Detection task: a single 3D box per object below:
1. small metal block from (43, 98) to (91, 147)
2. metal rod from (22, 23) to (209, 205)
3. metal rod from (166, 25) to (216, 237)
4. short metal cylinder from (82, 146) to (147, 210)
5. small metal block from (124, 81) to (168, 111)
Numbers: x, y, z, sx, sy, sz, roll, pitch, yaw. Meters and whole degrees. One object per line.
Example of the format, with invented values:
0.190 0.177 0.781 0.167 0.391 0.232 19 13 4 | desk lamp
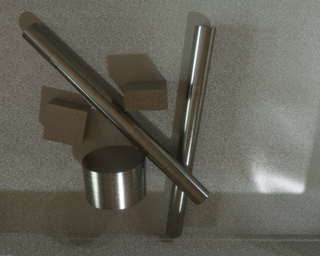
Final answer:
-0.122 -0.007 0.407 0.050 0.025 0.050 12 110 -5 | small metal block
-0.048 -0.011 0.390 0.025 0.025 0.300 -43 99 14 | metal rod
0.038 0.019 0.418 0.025 0.025 0.298 6 110 -3 | metal rod
-0.058 0.062 0.404 0.081 0.080 0.050 -1 110 0 | short metal cylinder
-0.016 -0.041 0.383 0.050 0.050 0.025 -2 110 0 | small metal block
